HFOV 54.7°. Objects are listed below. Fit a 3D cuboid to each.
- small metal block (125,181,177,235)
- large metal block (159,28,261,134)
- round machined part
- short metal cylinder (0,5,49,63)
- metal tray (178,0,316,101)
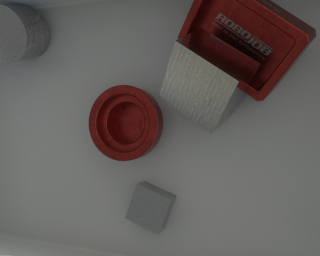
[{"bbox_3d":[-0.012,0.105,0.414,0.050,0.025,0.050,21,97,18],"label":"small metal block"},{"bbox_3d":[0.053,-0.054,0.356,0.080,0.050,0.079,38,139,17],"label":"large metal block"},{"bbox_3d":[-0.042,-0.007,0.415,0.098,0.042,0.097,0,90,19],"label":"round machined part"},{"bbox_3d":[-0.215,-0.140,0.458,0.080,0.050,0.079,6,112,15],"label":"short metal cylinder"},{"bbox_3d":[0.091,-0.104,0.352,0.130,0.030,0.089,41,135,15],"label":"metal tray"}]
